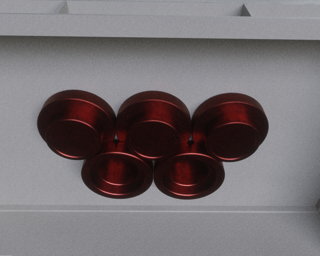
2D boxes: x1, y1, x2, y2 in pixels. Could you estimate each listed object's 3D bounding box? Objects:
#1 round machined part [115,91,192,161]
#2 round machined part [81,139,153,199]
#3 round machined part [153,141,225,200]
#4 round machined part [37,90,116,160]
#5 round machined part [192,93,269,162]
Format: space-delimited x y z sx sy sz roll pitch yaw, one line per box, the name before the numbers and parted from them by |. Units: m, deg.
round machined part | -0.009 0.004 0.398 0.099 0.042 0.097 0 129 0
round machined part | -0.058 0.055 0.441 0.099 0.042 0.097 0 130 0
round machined part | 0.040 0.056 0.444 0.099 0.042 0.097 0 130 0
round machined part | -0.107 0.003 0.396 0.099 0.042 0.097 -1 129 -1
round machined part | 0.091 0.007 0.401 0.099 0.042 0.097 0 129 0
